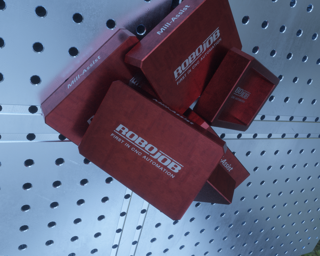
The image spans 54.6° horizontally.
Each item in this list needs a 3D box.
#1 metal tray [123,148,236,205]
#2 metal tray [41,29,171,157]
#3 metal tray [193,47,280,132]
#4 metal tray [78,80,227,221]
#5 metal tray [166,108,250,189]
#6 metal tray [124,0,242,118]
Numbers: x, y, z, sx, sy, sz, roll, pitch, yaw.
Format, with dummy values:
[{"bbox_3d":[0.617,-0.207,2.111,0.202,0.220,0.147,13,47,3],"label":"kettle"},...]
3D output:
[{"bbox_3d":[0.018,0.061,0.396,0.090,0.130,0.030,45,54,-39],"label":"metal tray"},{"bbox_3d":[-0.056,-0.035,0.355,0.130,0.030,0.090,-43,130,2],"label":"metal tray"},{"bbox_3d":[0.104,-0.043,0.406,0.131,0.030,0.090,7,118,-56],"label":"metal tray"},{"bbox_3d":[-0.010,0.021,0.320,0.090,0.130,0.030,-59,169,14],"label":"metal tray"},{"bbox_3d":[0.058,0.019,0.410,0.030,0.090,0.130,-44,129,2],"label":"metal tray"},{"bbox_3d":[0.032,-0.084,0.349,0.130,0.030,0.090,-47,134,-14],"label":"metal tray"}]
